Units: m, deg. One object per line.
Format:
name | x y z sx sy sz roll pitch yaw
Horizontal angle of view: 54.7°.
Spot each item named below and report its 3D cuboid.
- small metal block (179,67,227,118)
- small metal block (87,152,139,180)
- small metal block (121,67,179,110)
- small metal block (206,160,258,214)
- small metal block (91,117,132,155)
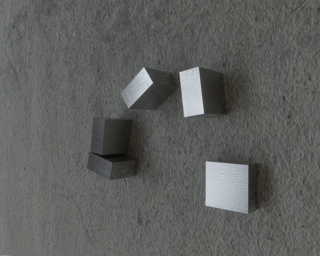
small metal block | 0.049 -0.038 0.348 0.025 0.050 0.050 -10 84 40
small metal block | -0.067 0.052 0.445 0.050 0.050 0.025 18 102 38
small metal block | -0.013 -0.049 0.400 0.050 0.050 0.025 -42 65 32
small metal block | 0.079 0.062 0.340 0.050 0.025 0.050 1 90 40
small metal block | -0.070 0.011 0.447 0.025 0.050 0.050 10 97 39
